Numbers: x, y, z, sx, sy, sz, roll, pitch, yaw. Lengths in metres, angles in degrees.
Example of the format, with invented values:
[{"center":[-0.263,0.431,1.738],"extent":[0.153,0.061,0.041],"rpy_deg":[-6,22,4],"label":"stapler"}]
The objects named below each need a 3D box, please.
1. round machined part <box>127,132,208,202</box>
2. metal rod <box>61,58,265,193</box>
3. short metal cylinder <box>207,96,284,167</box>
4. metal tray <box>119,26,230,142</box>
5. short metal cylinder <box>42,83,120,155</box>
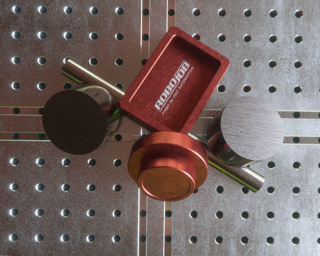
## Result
[{"center":[0.009,0.054,0.378],"extent":[0.099,0.042,0.097],"rpy_deg":[4,133,4],"label":"round machined part"},{"center":[0.004,-0.003,0.413],"extent":[0.301,0.025,0.025],"rpy_deg":[32,90,0],"label":"metal rod"},{"center":[0.105,0.006,0.390],"extent":[0.081,0.050,0.080],"rpy_deg":[3,73,-10],"label":"short metal cylinder"},{"center":[0.019,-0.054,0.396],"extent":[0.090,0.030,0.130],"rpy_deg":[32,77,0],"label":"metal tray"},{"center":[-0.097,-0.013,0.388],"extent":[0.080,0.050,0.079],"rpy_deg":[3,107,9],"label":"short metal cylinder"}]
